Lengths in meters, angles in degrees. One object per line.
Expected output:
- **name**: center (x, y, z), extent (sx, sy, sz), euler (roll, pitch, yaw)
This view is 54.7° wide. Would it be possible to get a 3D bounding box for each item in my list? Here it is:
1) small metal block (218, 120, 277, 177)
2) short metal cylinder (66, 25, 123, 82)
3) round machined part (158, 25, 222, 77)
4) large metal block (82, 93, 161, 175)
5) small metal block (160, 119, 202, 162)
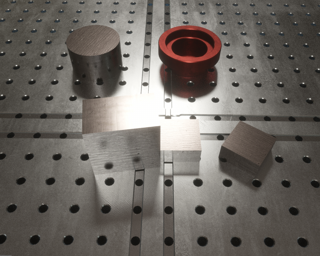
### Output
- **small metal block**: center (0.110, 0.025, 0.388), extent (0.050, 0.025, 0.050), euler (29, 56, 22)
- **short metal cylinder**: center (-0.102, -0.119, 0.490), extent (0.081, 0.050, 0.080), euler (0, 50, 0)
- **round machined part**: center (0.047, -0.120, 0.498), extent (0.099, 0.042, 0.098), euler (0, 50, 0)
- **large metal block**: center (-0.043, 0.008, 0.364), extent (0.081, 0.080, 0.050), euler (-6, 51, -6)
- **small metal block**: center (0.025, 0.016, 0.395), extent (0.050, 0.025, 0.050), euler (0, 50, 0)
